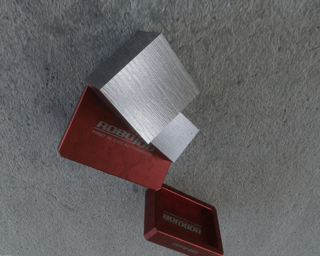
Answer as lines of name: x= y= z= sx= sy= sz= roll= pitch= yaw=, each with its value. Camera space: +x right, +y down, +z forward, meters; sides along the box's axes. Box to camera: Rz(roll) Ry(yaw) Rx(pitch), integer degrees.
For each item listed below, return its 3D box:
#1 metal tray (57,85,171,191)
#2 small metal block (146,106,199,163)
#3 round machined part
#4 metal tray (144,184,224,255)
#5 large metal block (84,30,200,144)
metal tray: x=-0.045 y=0.013 z=0.378 sx=0.131 sy=0.030 sz=0.090 roll=24 pitch=82 yaw=-20
small metal block: x=0.009 y=0.005 z=0.370 sx=0.050 sy=0.025 sz=0.050 roll=43 pitch=76 yaw=-17
round machined part: x=-0.053 y=0.028 z=0.414 sx=0.099 sy=0.042 sz=0.097 roll=0 pitch=135 yaw=1
metal tray: x=0.038 y=0.149 z=0.492 sx=0.131 sy=0.090 sz=0.030 roll=29 pitch=124 yaw=-23
large metal block: x=-0.018 y=-0.044 z=0.329 sx=0.080 sy=0.050 sz=0.080 roll=-45 pitch=124 yaw=-9
